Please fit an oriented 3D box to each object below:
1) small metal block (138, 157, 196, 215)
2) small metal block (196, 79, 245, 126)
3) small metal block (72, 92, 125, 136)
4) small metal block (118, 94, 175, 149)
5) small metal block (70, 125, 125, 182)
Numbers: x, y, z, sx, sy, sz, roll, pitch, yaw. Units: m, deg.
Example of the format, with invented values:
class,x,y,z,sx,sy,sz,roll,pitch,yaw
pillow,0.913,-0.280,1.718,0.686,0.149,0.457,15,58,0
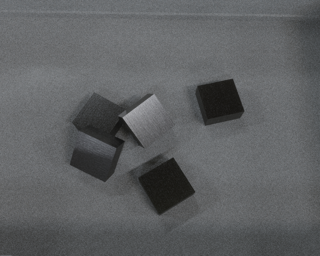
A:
class,x,y,z,sx,sy,sz,roll,pitch,yaw
small metal block,0.008,0.072,0.383,0.050,0.025,0.050,-29,73,-11
small metal block,0.081,-0.035,0.424,0.050,0.025,0.050,-12,71,-5
small metal block,-0.079,-0.012,0.413,0.050,0.025,0.050,29,72,9
small metal block,-0.017,-0.010,0.401,0.050,0.025,0.050,-39,108,-13
small metal block,-0.078,0.031,0.383,0.050,0.025,0.050,25,113,8
